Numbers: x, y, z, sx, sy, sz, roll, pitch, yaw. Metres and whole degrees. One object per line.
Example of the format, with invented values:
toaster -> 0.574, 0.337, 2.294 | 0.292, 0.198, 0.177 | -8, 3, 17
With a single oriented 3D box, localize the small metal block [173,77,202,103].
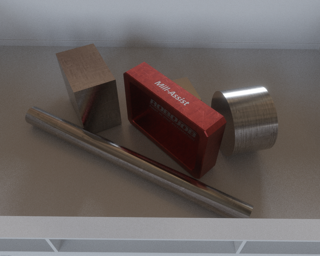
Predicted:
small metal block -> 0.024, -0.042, 0.437 | 0.050, 0.025, 0.050 | -15, 52, -13

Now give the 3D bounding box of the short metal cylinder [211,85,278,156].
short metal cylinder -> 0.099, -0.009, 0.376 | 0.050, 0.080, 0.080 | -10, 51, -7

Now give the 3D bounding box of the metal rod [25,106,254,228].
metal rod -> -0.039, 0.038, 0.371 | 0.301, 0.025, 0.025 | 23, 54, 17

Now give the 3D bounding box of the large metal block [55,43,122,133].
large metal block -> -0.093, -0.050, 0.409 | 0.050, 0.080, 0.080 | -21, 53, -17

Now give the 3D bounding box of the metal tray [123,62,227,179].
metal tray -> 0.012, -0.009, 0.368 | 0.030, 0.089, 0.130 | -36, 59, -27
